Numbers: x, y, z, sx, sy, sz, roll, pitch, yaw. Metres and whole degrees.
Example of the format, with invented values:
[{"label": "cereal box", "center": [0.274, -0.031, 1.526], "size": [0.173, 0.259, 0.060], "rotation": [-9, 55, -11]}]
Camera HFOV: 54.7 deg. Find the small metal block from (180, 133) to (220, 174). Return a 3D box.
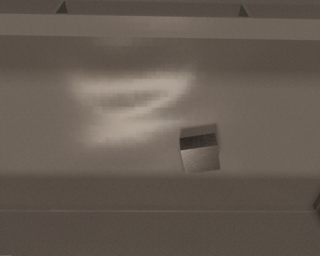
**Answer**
[{"label": "small metal block", "center": [0.057, 0.037, 0.442], "size": [0.050, 0.025, 0.050], "rotation": [-9, 130, 7]}]
